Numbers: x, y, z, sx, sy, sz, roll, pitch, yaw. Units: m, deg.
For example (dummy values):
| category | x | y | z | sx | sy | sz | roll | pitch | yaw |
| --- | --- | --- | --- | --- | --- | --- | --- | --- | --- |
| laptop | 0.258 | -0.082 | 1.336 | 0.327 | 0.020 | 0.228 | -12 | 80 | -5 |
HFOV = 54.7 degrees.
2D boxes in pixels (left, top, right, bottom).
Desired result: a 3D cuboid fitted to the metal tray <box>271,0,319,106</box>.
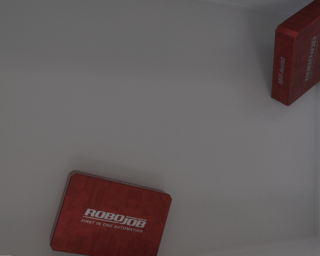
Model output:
| category | x | y | z | sx | sy | sz | roll | pitch | yaw |
| --- | --- | --- | --- | --- | --- | --- | --- | --- | --- |
| metal tray | 0.204 | -0.104 | 0.444 | 0.090 | 0.030 | 0.130 | -36 | 139 | -16 |

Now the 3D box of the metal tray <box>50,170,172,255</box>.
| category | x | y | z | sx | sy | sz | roll | pitch | yaw |
| --- | --- | --- | --- | --- | --- | --- | --- | --- | --- |
| metal tray | -0.059 | 0.112 | 0.386 | 0.131 | 0.030 | 0.090 | 17 | 84 | -19 |
